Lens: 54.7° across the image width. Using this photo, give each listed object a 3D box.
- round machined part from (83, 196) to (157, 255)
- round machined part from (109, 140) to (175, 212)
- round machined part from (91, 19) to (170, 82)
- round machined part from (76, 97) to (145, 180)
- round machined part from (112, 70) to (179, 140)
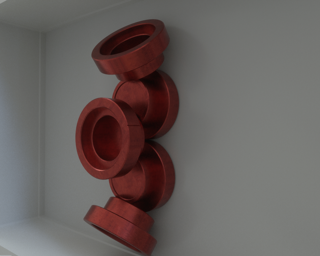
[{"bbox_3d":[-0.047,0.125,0.407,0.098,0.098,0.042,8,58,39],"label":"round machined part"},{"bbox_3d":[-0.031,0.065,0.417,0.098,0.042,0.097,0,90,39],"label":"round machined part"},{"bbox_3d":[-0.033,-0.095,0.395,0.098,0.098,0.042,9,138,39],"label":"round machined part"},{"bbox_3d":[-0.058,0.012,0.383,0.098,0.042,0.097,0,90,39],"label":"round machined part"},{"bbox_3d":[-0.027,-0.033,0.413,0.098,0.042,0.097,0,90,39],"label":"round machined part"}]
